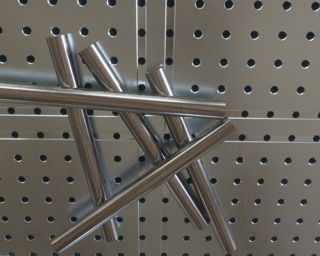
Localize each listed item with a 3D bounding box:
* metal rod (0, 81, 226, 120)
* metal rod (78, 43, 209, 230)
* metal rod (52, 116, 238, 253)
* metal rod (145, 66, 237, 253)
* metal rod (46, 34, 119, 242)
[{"bbox_3d":[-0.073,-0.034,0.373,0.302,0.025,0.025,5,110,-3],"label":"metal rod"},{"bbox_3d":[-0.013,0.024,0.421,0.025,0.025,0.299,-29,108,10],"label":"metal rod"},{"bbox_3d":[-0.028,0.081,0.416,0.300,0.025,0.025,-36,107,12],"label":"metal rod"},{"bbox_3d":[0.050,0.057,0.435,0.025,0.025,0.299,-22,109,7],"label":"metal rod"},{"bbox_3d":[-0.099,0.028,0.422,0.025,0.025,0.298,-9,110,3],"label":"metal rod"}]
